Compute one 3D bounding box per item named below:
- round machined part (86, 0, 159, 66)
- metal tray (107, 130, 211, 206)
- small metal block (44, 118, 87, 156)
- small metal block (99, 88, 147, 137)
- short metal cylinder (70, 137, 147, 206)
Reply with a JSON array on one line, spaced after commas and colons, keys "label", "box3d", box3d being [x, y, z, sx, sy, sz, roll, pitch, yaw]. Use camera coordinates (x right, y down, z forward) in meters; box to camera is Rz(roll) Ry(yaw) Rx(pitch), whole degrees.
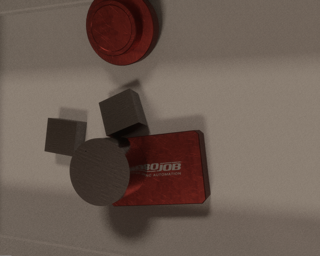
[{"label": "round machined part", "box3d": [-0.054, -0.131, 0.405, 0.098, 0.042, 0.097, 6, 110, 18]}, {"label": "metal tray", "box3d": [-0.005, 0.054, 0.409, 0.130, 0.030, 0.089, -7, 88, 19]}, {"label": "small metal block", "box3d": [-0.139, 0.013, 0.458, 0.050, 0.025, 0.050, 8, 93, 19]}, {"label": "small metal block", "box3d": [-0.051, -0.019, 0.422, 0.050, 0.025, 0.050, -22, 71, 18]}, {"label": "short metal cylinder", "box3d": [-0.063, 0.052, 0.386, 0.080, 0.050, 0.079, 0, 90, 19]}]
